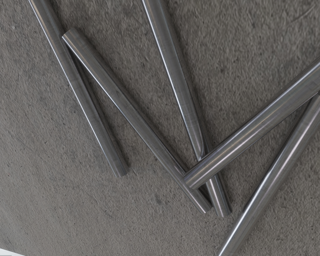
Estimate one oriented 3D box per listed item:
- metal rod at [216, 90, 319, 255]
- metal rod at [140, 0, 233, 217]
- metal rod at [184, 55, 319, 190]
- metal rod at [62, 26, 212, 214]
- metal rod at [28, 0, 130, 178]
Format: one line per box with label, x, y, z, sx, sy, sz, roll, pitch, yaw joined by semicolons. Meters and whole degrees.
metal rod;0.130;0.082;0.388;0.025;0.025;0.298;25;127;13
metal rod;0.039;-0.015;0.377;0.025;0.025;0.299;-7;115;31
metal rod;0.124;-0.025;0.307;0.025;0.025;0.298;42;124;-1
metal rod;-0.024;-0.004;0.416;0.025;0.025;0.300;-30;102;38
metal rod;-0.111;-0.060;0.428;0.025;0.025;0.299;-9;114;32
